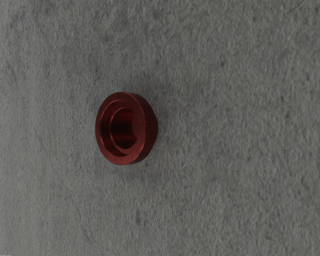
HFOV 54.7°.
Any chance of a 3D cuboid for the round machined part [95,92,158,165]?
[{"bbox_3d":[-0.041,0.001,0.426,0.098,0.042,0.097,0,90,39],"label":"round machined part"}]
